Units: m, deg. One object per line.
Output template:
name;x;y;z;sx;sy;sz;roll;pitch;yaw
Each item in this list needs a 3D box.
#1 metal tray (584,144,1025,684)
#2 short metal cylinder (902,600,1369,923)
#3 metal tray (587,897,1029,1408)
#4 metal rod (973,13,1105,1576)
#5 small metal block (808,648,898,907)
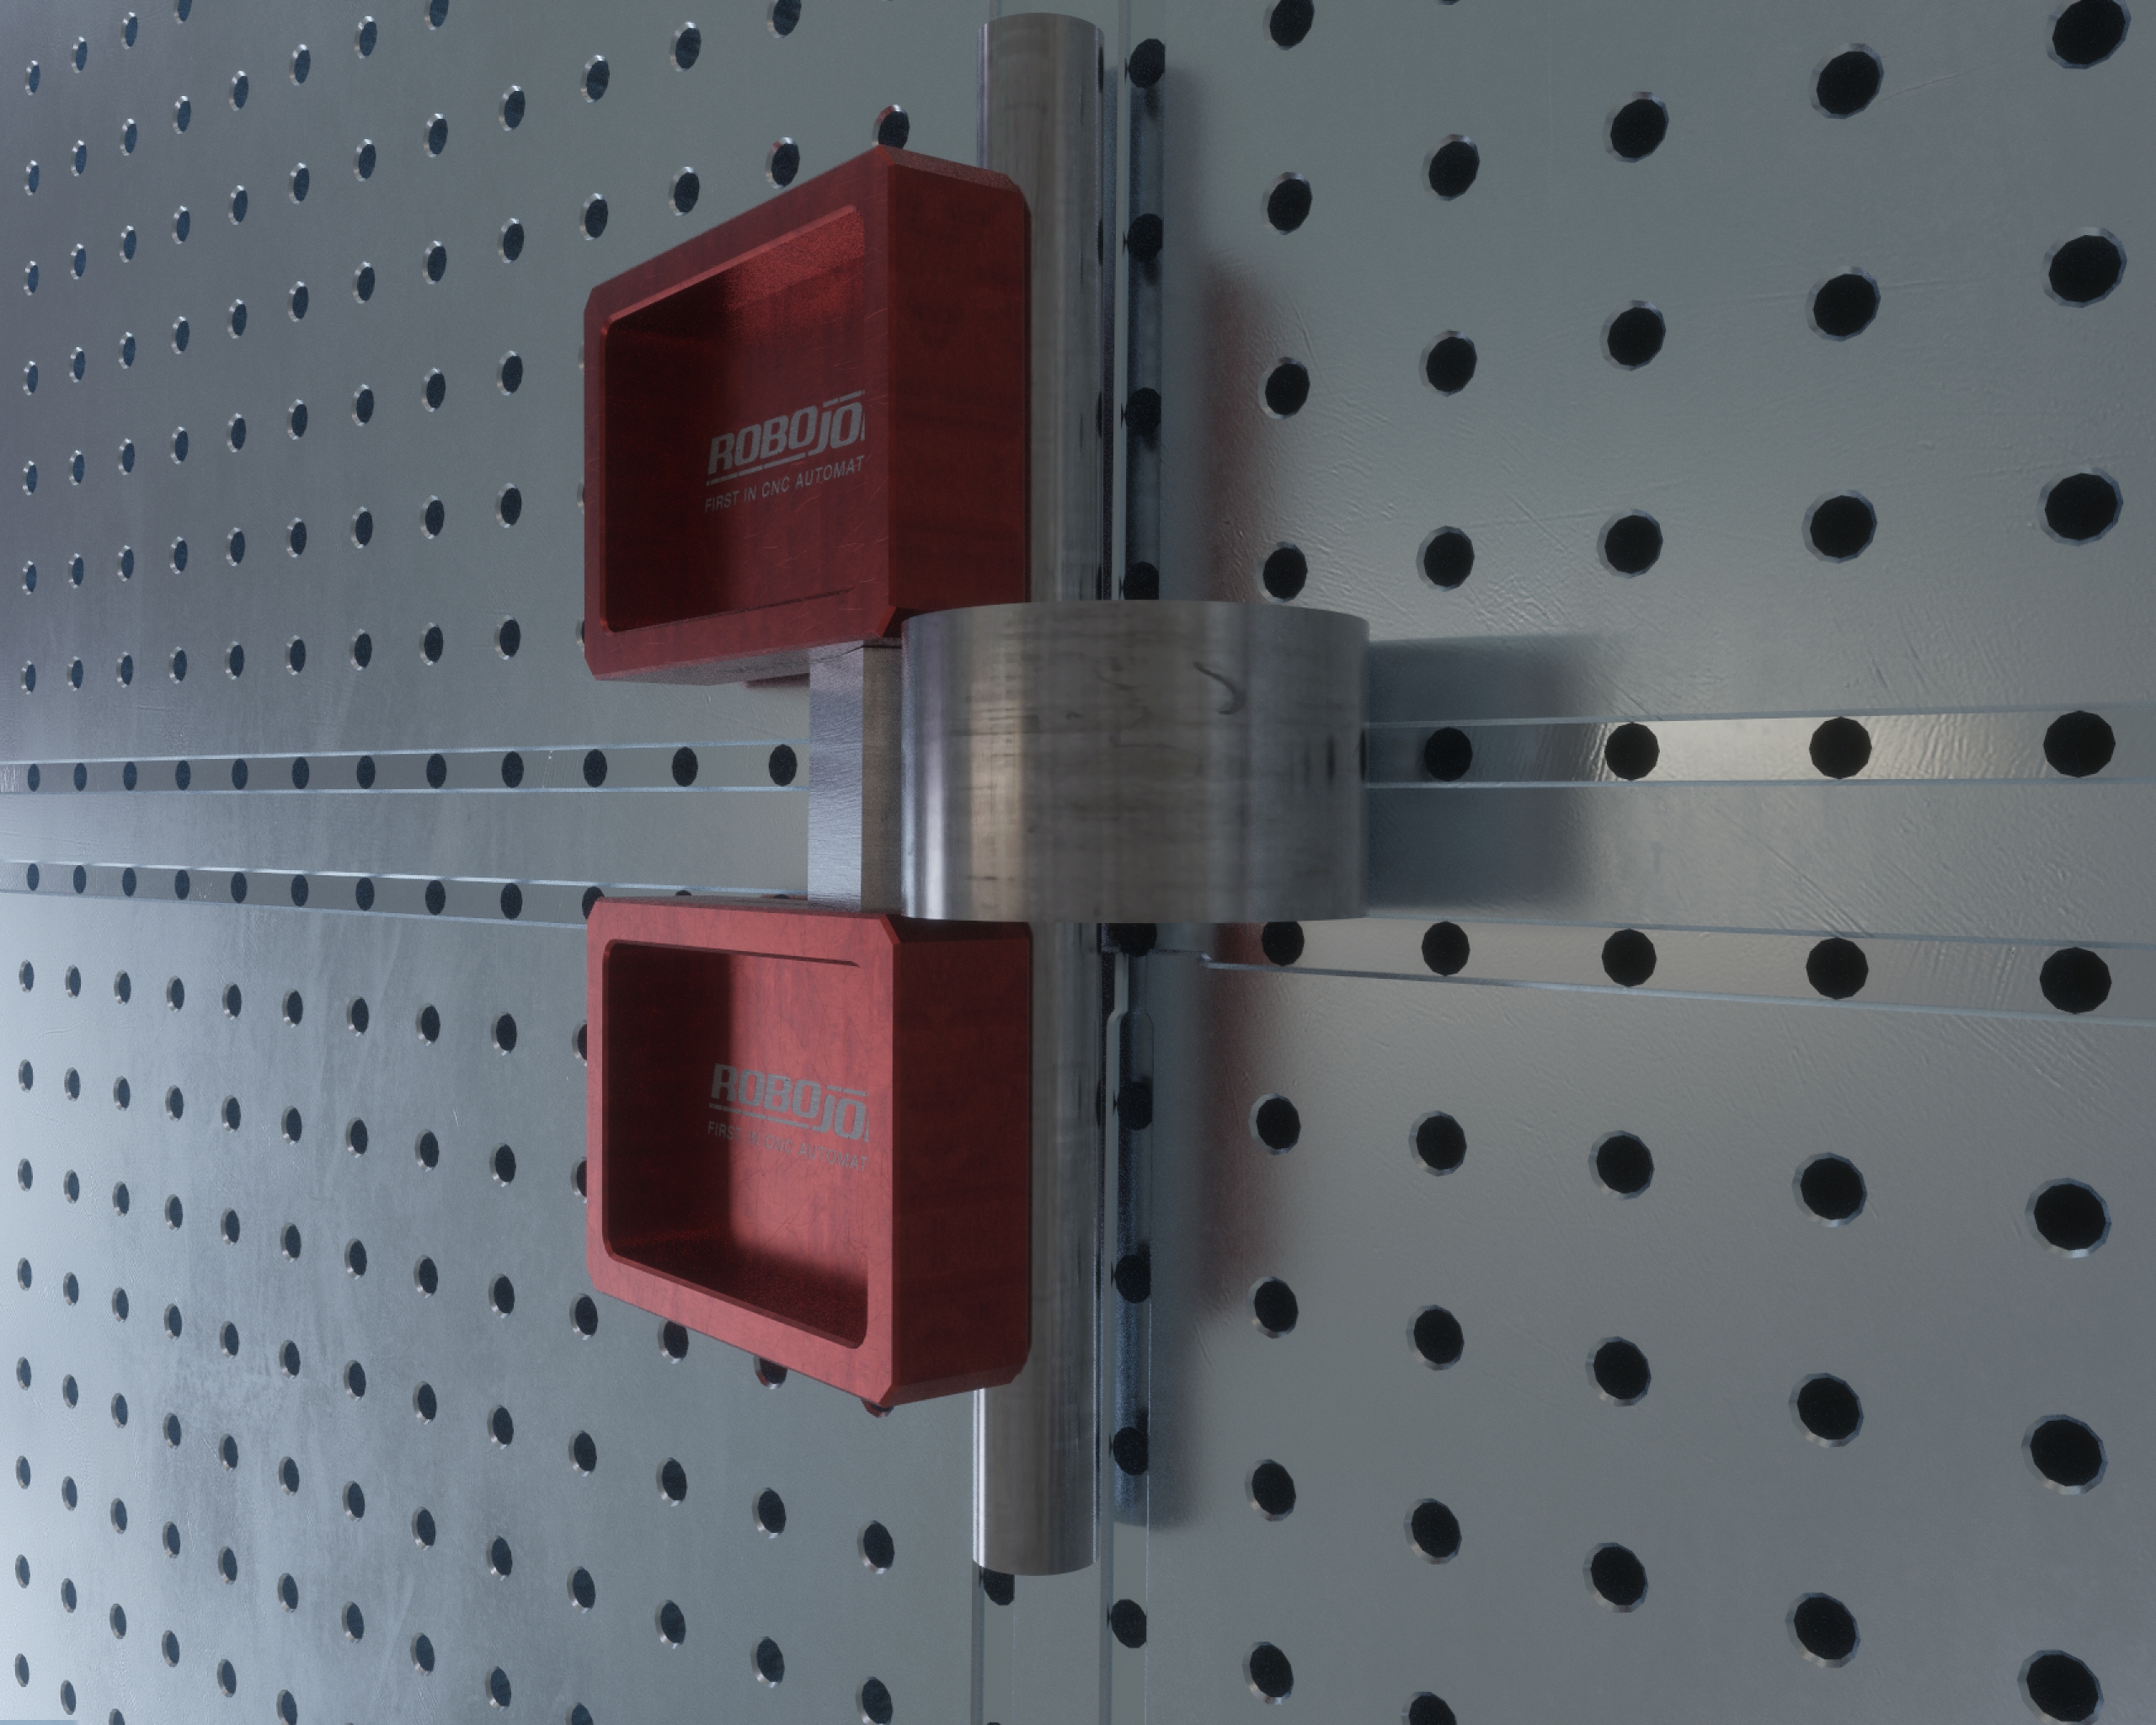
metal tray;-0.061;-0.086;0.434;0.130;0.030;0.089;0;90;52
short metal cylinder;0.010;-0.016;0.361;0.080;0.081;0.050;0;90;40
metal tray;-0.060;0.053;0.433;0.130;0.030;0.089;1;91;52
metal rod;-0.008;-0.013;0.410;0.025;0.025;0.298;0;90;40
small metal block;-0.037;-0.016;0.421;0.050;0.025;0.050;-177;88;-71
